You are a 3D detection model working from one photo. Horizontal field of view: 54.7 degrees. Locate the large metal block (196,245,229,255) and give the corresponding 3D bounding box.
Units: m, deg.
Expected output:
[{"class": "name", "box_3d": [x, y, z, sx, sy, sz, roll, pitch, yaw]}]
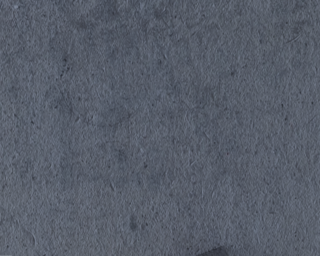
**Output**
[{"class": "large metal block", "box_3d": [0.063, 0.212, 0.398, 0.080, 0.050, 0.080, -21, 90, 0]}]
